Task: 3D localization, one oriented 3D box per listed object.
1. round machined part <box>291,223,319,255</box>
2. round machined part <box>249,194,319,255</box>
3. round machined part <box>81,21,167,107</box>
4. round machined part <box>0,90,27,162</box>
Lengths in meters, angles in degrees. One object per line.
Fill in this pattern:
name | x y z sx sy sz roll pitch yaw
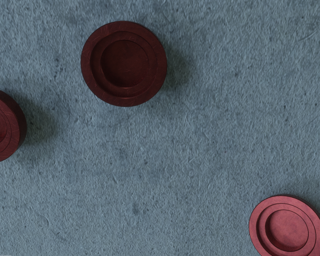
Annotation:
round machined part | 0.249 0.186 0.471 0.099 0.042 0.097 0 110 0
round machined part | 0.180 0.143 0.437 0.098 0.042 0.097 -4 83 31
round machined part | -0.041 -0.078 0.372 0.099 0.042 0.097 0 110 0
round machined part | -0.220 -0.007 0.396 0.099 0.042 0.097 0 110 0
